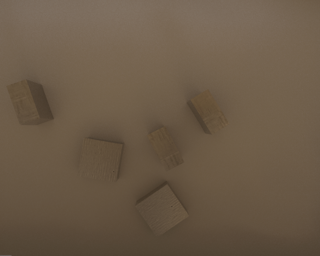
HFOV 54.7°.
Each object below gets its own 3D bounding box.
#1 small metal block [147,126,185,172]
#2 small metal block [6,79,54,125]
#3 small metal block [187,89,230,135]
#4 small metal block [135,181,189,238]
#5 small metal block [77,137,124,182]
[{"bbox_3d":[0.007,0.025,0.399,0.025,0.050,0.050,-28,90,0],"label":"small metal block"},{"bbox_3d":[-0.165,-0.031,0.397,0.025,0.050,0.050,-19,90,0],"label":"small metal block"},{"bbox_3d":[0.060,-0.020,0.400,0.025,0.050,0.050,-32,90,0],"label":"small metal block"},{"bbox_3d":[0.003,0.107,0.412,0.050,0.025,0.050,-34,90,0],"label":"small metal block"},{"bbox_3d":[-0.077,0.041,0.410,0.050,0.025,0.050,10,90,-1],"label":"small metal block"}]
